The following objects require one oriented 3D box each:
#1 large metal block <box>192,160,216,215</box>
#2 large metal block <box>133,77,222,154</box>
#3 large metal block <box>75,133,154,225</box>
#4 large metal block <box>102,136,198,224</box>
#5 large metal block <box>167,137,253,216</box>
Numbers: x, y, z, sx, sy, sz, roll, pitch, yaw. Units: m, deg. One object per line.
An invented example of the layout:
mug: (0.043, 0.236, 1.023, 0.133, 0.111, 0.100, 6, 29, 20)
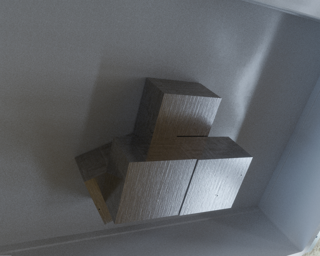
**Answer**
large metal block: (0.040, 0.070, 0.454, 0.080, 0.050, 0.080, -47, 129, 5)
large metal block: (0.020, -0.014, 0.392, 0.081, 0.050, 0.079, 1, 118, -29)
large metal block: (-0.053, 0.065, 0.402, 0.081, 0.050, 0.080, -24, 127, -14)
large metal block: (-0.014, 0.056, 0.353, 0.081, 0.050, 0.079, 1, 118, -29)
large metal block: (0.057, 0.058, 0.391, 0.081, 0.050, 0.079, 1, 118, -29)
